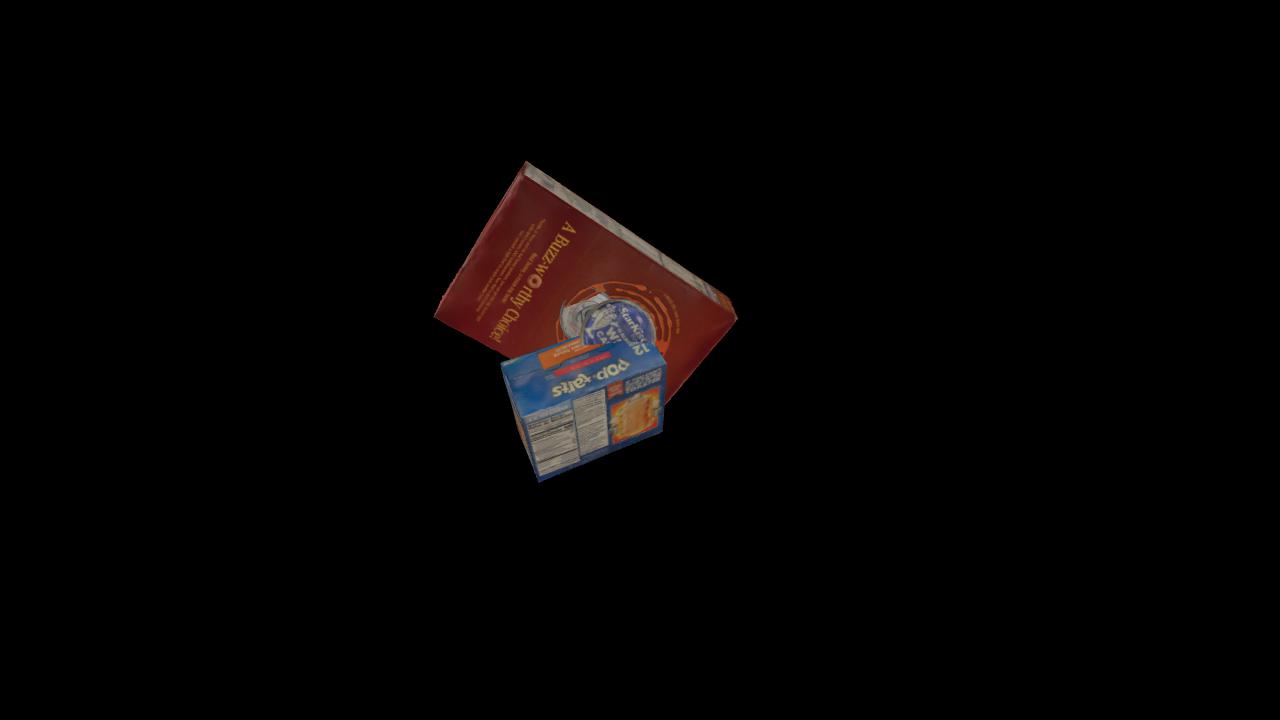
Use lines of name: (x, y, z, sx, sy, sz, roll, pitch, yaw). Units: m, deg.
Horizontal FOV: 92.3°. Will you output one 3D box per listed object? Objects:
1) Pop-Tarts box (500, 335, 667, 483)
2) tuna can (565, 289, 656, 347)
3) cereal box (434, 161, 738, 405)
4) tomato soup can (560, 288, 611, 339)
Pop-Tarts box: (-0.061, 0.046, 0.712, 0.167, 0.083, 0.141, -21, -36, -16)
tuna can: (-0.024, -0.025, 0.689, 0.084, 0.084, 0.034, 0, -4, 0)
cereal box: (-0.061, -0.065, 0.750, 0.306, 0.203, 0.081, 30, 23, -20)
tomato soup can: (-0.053, -0.048, 0.746, 0.068, 0.068, 0.101, 0, -1, 6)
